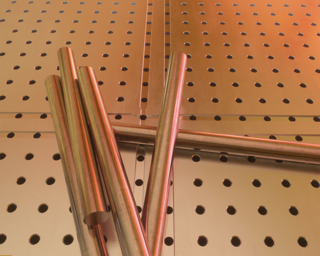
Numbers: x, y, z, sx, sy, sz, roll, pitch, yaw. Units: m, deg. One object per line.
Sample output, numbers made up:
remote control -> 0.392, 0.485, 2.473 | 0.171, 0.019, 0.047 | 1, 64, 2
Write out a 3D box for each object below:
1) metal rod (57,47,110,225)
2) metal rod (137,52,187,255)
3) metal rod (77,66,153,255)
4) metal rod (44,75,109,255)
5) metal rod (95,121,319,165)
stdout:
metal rod -> -0.106, -0.016, 0.397 | 0.025, 0.025, 0.300 | -13, 48, -11
metal rod -> 0.004, 0.028, 0.357 | 0.025, 0.025, 0.300 | 7, 58, 5
metal rod -> -0.057, 0.030, 0.346 | 0.025, 0.025, 0.300 | -14, 51, -12
metal rod -> -0.106, 0.038, 0.374 | 0.025, 0.025, 0.300 | -16, 52, -13
metal rod -> 0.060, 0.018, 0.393 | 0.302, 0.025, 0.025 | 6, 50, 4
